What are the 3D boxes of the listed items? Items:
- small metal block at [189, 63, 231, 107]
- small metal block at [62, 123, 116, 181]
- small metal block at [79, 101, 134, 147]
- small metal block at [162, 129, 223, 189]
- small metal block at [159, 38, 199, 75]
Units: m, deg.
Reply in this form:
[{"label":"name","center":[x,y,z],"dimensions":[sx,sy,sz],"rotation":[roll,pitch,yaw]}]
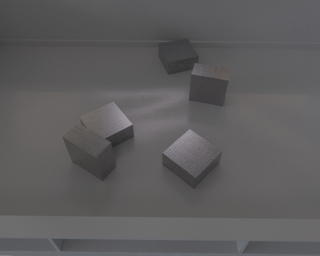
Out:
[{"label":"small metal block","center":[0.070,-0.061,0.440],"dimensions":[0.050,0.050,0.025],"rotation":[12,51,9]},{"label":"small metal block","center":[-0.082,0.029,0.364],"dimensions":[0.050,0.050,0.025],"rotation":[28,56,21]},{"label":"small metal block","center":[-0.069,-0.001,0.406],"dimensions":[0.050,0.025,0.050],"rotation":[-28,55,-22]},{"label":"small metal block","center":[0.038,0.036,0.375],"dimensions":[0.050,0.025,0.050],"rotation":[36,58,26]},{"label":"small metal block","center":[0.029,-0.117,0.503],"dimensions":[0.050,0.025,0.050],"rotation":[-14,51,-11]}]
